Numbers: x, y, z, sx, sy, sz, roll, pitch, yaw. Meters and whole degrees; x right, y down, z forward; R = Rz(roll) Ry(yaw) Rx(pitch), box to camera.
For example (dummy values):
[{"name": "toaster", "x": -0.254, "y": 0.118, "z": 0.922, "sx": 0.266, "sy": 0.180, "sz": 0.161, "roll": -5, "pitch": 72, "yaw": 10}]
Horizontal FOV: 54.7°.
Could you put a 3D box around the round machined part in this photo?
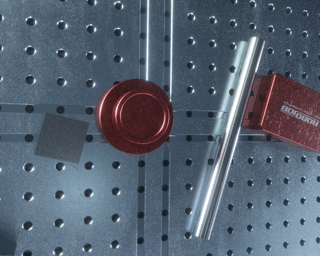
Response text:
[{"name": "round machined part", "x": -0.027, "y": -0.014, "z": 0.394, "sx": 0.099, "sy": 0.042, "sz": 0.097, "roll": 0, "pitch": 90, "yaw": -21}]

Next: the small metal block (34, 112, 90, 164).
[{"name": "small metal block", "x": -0.117, "y": 0.012, "z": 0.370, "sx": 0.050, "sy": 0.025, "sz": 0.050, "roll": 15, "pitch": 85, "yaw": -20}]

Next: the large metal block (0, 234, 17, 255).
[{"name": "large metal block", "x": -0.213, "y": 0.143, "z": 0.321, "sx": 0.080, "sy": 0.050, "sz": 0.080, "roll": 41, "pitch": 77, "yaw": -16}]

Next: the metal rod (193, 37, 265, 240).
[{"name": "metal rod", "x": 0.102, "y": 0.010, "z": 0.451, "sx": 0.025, "sy": 0.025, "sz": 0.299, "roll": 20, "pitch": 83, "yaw": -19}]

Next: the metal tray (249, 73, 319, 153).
[{"name": "metal tray", "x": 0.212, "y": -0.021, "z": 0.490, "sx": 0.131, "sy": 0.030, "sz": 0.090, "roll": 19, "pitch": 83, "yaw": -19}]
